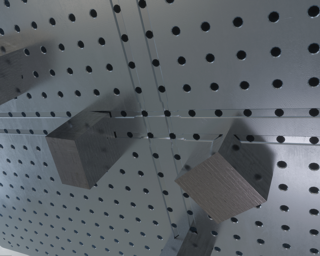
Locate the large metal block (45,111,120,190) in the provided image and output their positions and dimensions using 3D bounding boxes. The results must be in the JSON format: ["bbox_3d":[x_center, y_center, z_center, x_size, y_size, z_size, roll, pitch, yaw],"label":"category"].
[{"bbox_3d":[-0.108,0.029,0.452,0.050,0.080,0.080,5,121,26],"label":"large metal block"}]

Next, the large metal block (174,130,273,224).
[{"bbox_3d":[0.080,0.063,0.392,0.080,0.050,0.080,45,129,-4],"label":"large metal block"}]

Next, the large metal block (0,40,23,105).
[{"bbox_3d":[-0.257,-0.079,0.464,0.050,0.080,0.079,25,127,13],"label":"large metal block"}]

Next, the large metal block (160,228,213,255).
[{"bbox_3d":[0.031,0.221,0.496,0.050,0.080,0.080,40,129,1],"label":"large metal block"}]
